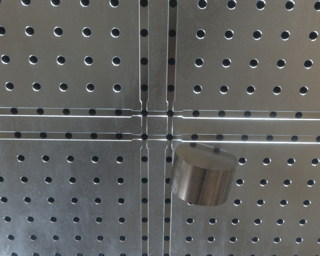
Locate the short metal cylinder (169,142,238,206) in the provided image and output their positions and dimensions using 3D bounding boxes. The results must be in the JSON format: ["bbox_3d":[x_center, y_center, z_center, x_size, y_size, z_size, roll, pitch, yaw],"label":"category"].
[{"bbox_3d":[0.056,0.058,0.406,0.080,0.080,0.050,8,110,-3],"label":"short metal cylinder"}]
